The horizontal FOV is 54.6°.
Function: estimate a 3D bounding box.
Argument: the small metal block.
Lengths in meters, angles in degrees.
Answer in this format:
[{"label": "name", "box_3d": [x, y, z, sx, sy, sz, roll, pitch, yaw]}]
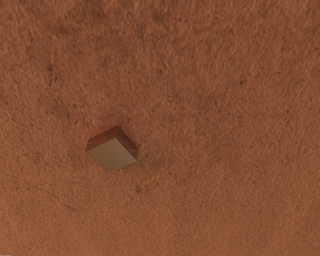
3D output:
[{"label": "small metal block", "box_3d": [-0.066, 0.031, 0.433, 0.050, 0.025, 0.050, -24, 126, 19]}]
